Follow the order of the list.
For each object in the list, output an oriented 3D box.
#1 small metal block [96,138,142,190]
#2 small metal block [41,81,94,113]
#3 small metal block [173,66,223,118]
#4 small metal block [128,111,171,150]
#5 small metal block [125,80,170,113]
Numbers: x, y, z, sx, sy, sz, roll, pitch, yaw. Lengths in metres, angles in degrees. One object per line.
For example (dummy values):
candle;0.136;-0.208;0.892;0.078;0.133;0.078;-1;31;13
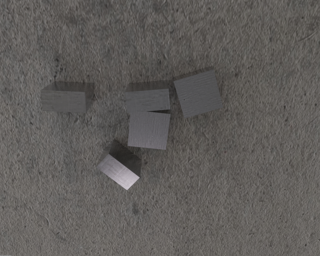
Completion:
small metal block;-0.053;0.047;0.413;0.050;0.050;0.025;40;105;-14
small metal block;-0.111;-0.039;0.381;0.050;0.050;0.025;2;110;-1
small metal block;0.048;-0.046;0.393;0.050;0.025;0.050;-16;110;5
small metal block;-0.014;-0.001;0.409;0.050;0.025;0.050;6;110;-3
small metal block;-0.014;-0.040;0.381;0.050;0.050;0.025;-5;110;1
